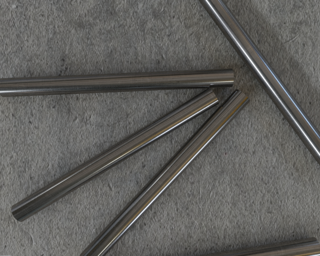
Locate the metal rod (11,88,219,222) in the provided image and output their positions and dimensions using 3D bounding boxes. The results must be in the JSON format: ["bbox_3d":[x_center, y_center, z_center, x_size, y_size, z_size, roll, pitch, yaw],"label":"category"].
[{"bbox_3d":[-0.058,0.035,0.409,0.301,0.025,0.025,-31,90,-1],"label":"metal rod"}]

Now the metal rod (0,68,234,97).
[{"bbox_3d":[-0.056,-0.060,0.409,0.302,0.025,0.025,-3,90,-1],"label":"metal rod"}]

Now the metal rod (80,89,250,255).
[{"bbox_3d":[0.007,0.066,0.410,0.025,0.025,0.300,43,90,-1],"label":"metal rod"}]

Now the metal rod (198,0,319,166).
[{"bbox_3d":[0.147,-0.062,0.411,0.025,0.025,0.299,-36,90,0],"label":"metal rod"}]

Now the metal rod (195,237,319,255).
[{"bbox_3d":[0.059,0.181,0.410,0.302,0.025,0.025,-9,90,-1],"label":"metal rod"}]
